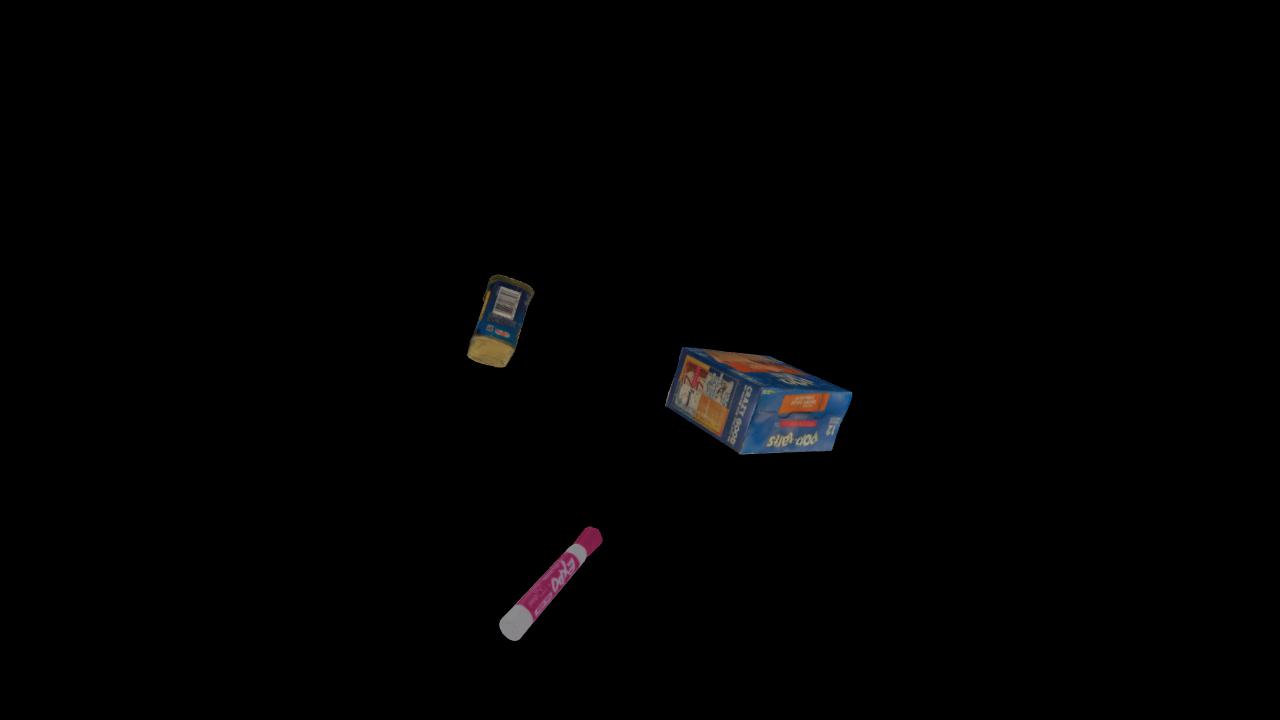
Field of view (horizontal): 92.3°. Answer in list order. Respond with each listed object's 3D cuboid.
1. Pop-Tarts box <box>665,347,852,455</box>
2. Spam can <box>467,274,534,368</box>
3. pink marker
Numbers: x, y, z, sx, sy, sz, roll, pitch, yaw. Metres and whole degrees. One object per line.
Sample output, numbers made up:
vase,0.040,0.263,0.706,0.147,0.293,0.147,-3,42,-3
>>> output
Pop-Tarts box,0.144,0.048,0.753,0.167,0.083,0.141,4,17,-37
Spam can,-0.179,-0.046,0.779,0.058,0.085,0.101,19,-23,-15
pink marker,-0.063,0.166,0.473,0.020,0.020,0.121,0,19,27
